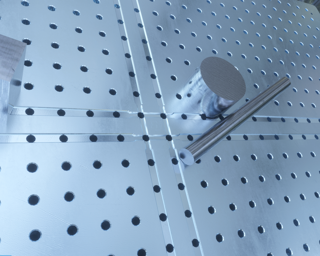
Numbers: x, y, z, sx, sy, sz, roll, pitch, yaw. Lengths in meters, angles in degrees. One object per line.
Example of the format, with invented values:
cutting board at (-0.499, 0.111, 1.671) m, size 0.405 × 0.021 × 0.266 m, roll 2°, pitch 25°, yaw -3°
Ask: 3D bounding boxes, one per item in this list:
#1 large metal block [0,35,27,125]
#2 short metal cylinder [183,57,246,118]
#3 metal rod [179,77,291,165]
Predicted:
large metal block at (-0.185, -0.054, 0.307) m, size 0.081 × 0.080 × 0.050 m, roll 17°, pitch 55°, yaw -19°
short metal cylinder at (0.084, -0.063, 0.478) m, size 0.081 × 0.050 × 0.080 m, roll 14°, pitch 56°, yaw -21°
metal rod at (0.136, -0.024, 0.498) m, size 0.302 × 0.025 × 0.025 m, roll -31°, pitch 80°, yaw -38°
